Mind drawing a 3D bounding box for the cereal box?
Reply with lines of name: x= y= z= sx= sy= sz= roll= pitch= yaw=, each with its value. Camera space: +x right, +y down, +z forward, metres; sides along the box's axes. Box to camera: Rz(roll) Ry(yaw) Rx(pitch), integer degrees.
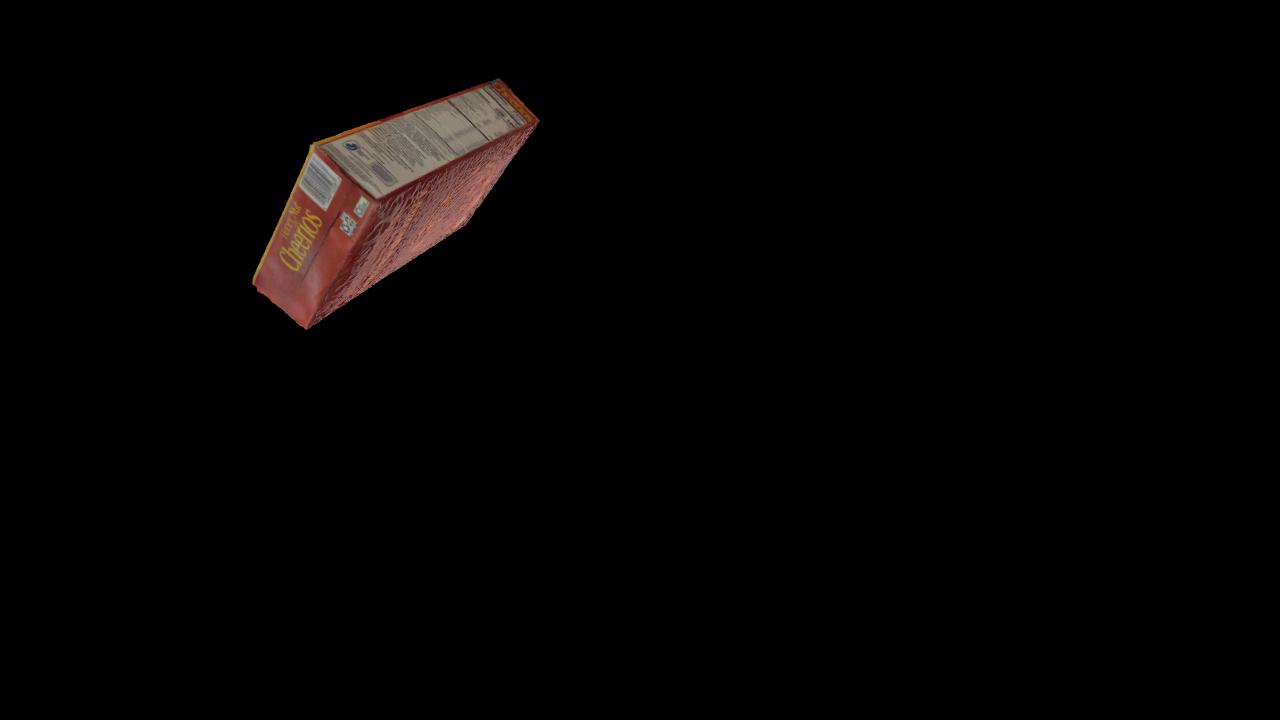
cereal box: x=-0.252 y=-0.182 z=0.673 sx=0.203 sy=0.081 sz=0.306 roll=-39 pitch=13 yaw=37
